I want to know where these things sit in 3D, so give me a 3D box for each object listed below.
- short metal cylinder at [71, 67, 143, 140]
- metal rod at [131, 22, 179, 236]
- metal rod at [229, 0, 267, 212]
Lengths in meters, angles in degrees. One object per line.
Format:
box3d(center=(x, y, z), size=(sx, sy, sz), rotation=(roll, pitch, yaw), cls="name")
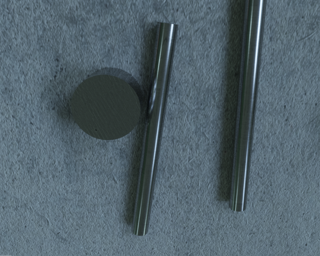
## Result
box3d(center=(-0.063, -0.031, 0.384), size=(0.081, 0.050, 0.079), rotation=(0, 110, 0), cls="short metal cylinder")
box3d(center=(-0.010, 0.015, 0.415), size=(0.025, 0.025, 0.298), rotation=(7, 110, -3), cls="metal rod")
box3d(center=(0.111, -0.025, 0.401), size=(0.025, 0.025, 0.298), rotation=(-1, 110, 0), cls="metal rod")
